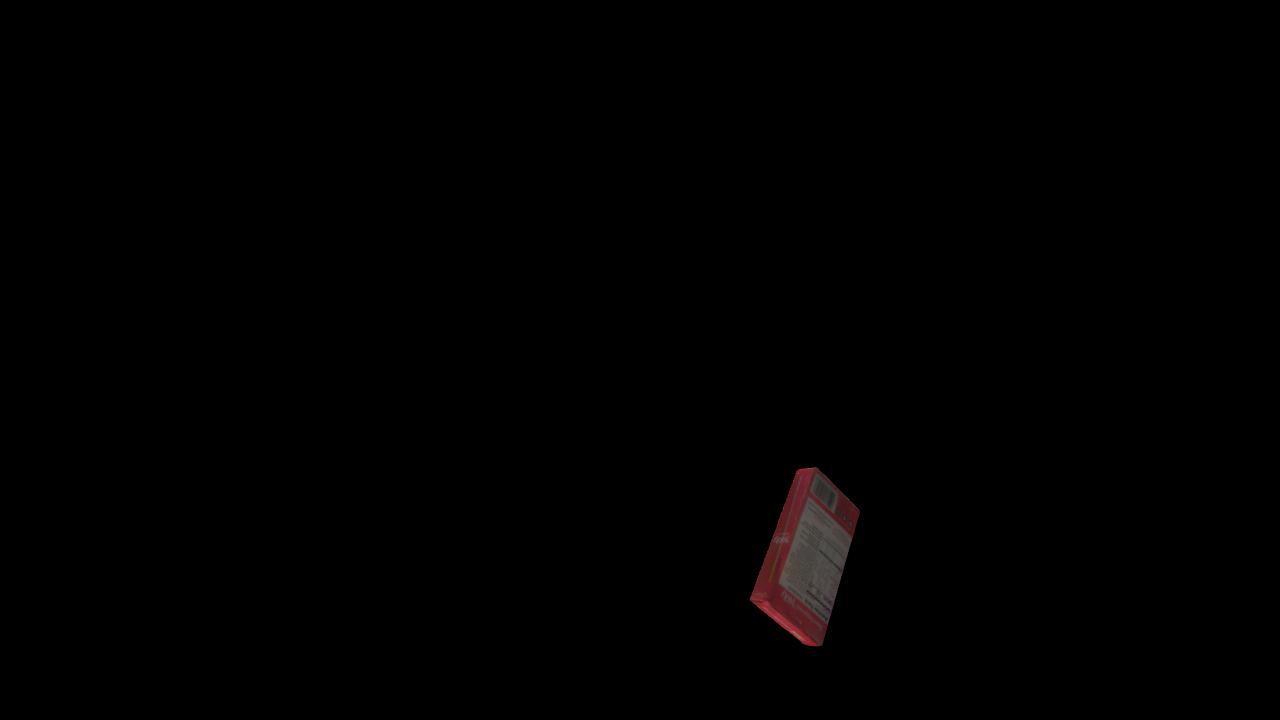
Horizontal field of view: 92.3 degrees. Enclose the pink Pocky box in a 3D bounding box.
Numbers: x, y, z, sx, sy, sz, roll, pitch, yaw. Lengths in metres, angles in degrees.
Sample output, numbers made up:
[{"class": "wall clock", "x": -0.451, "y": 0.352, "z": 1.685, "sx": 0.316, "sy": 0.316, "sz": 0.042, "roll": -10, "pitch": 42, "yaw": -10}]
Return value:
[{"class": "pink Pocky box", "x": 0.171, "y": 0.196, "z": 0.625, "sx": 0.084, "sy": 0.155, "sz": 0.029, "roll": 43, "pitch": -34, "yaw": -19}]
